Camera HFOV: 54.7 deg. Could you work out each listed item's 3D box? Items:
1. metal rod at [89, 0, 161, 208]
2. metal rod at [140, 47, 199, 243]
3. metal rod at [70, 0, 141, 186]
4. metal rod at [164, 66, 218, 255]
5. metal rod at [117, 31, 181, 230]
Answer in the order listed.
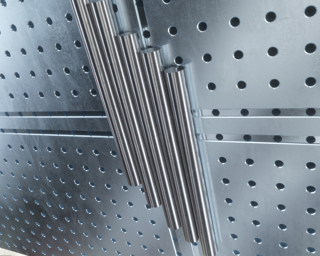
[{"bbox_3d":[-0.038,-0.015,0.419,0.025,0.025,0.298,1,119,27],"label":"metal rod"},{"bbox_3d":[0.020,0.040,0.424,0.025,0.025,0.298,1,119,27],"label":"metal rod"},{"bbox_3d":[-0.068,-0.048,0.415,0.025,0.025,0.298,1,119,27],"label":"metal rod"},{"bbox_3d":[0.048,0.063,0.423,0.025,0.025,0.298,1,119,27],"label":"metal rod"},{"bbox_3d":[-0.007,0.021,0.425,0.025,0.025,0.298,1,119,27],"label":"metal rod"}]
